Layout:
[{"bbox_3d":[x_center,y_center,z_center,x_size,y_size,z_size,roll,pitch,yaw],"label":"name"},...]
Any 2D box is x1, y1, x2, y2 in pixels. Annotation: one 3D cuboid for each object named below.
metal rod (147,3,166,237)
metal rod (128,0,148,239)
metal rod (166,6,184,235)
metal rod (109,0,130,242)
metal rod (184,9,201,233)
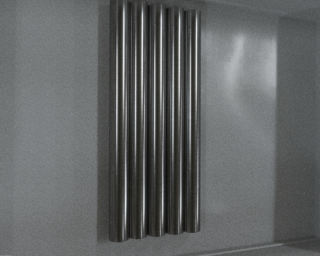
[{"bbox_3d":[-0.005,-0.010,0.407,0.025,0.025,0.298,0,90,-20],"label":"metal rod"},{"bbox_3d":[-0.029,-0.010,0.399,0.025,0.025,0.298,0,90,-20],"label":"metal rod"},{"bbox_3d":[0.020,-0.010,0.416,0.025,0.025,0.298,0,90,-20],"label":"metal rod"},{"bbox_3d":[-0.051,-0.010,0.390,0.025,0.025,0.298,0,90,-20],"label":"metal rod"},{"bbox_3d":[0.043,-0.009,0.425,0.025,0.025,0.298,0,90,-20],"label":"metal rod"}]
